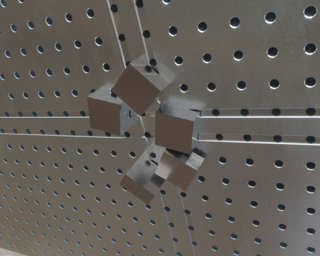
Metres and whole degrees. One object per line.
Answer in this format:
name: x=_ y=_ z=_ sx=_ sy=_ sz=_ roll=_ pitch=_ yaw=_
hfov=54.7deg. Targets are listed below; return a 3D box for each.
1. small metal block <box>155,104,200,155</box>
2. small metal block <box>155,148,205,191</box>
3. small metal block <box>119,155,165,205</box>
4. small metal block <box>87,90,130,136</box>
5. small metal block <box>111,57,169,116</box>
small metal block: x=0.022 y=0.001 z=0.399 sx=0.050 sy=0.025 sz=0.050 roll=14 pitch=124 yaw=19
small metal block: x=0.026 y=0.052 z=0.425 sx=0.050 sy=0.025 sz=0.050 roll=29 pitch=135 yaw=9
small metal block: x=-0.022 y=0.074 z=0.451 sx=0.050 sy=0.050 sz=0.025 roll=35 pitch=129 yaw=4
small metal block: x=-0.071 y=-0.022 z=0.434 sx=0.050 sy=0.025 sz=0.050 roll=15 pitch=124 yaw=19
small metal block: x=-0.025 y=-0.052 z=0.391 sx=0.050 sy=0.025 sz=0.050 roll=42 pitch=129 yaw=-1
